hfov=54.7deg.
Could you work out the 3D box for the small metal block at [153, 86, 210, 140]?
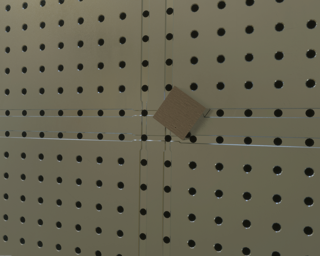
[{"bbox_3d":[0.028,-0.019,0.402,0.050,0.025,0.050,38,102,15],"label":"small metal block"}]
